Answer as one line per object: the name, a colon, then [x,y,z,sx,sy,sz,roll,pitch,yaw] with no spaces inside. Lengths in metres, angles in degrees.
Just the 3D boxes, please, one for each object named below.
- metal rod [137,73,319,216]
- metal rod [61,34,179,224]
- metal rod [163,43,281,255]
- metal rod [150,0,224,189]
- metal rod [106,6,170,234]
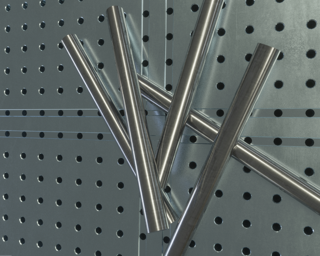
metal rod: [0.076,0.012,0.385,0.300,0.025,0.025,34,101,16]
metal rod: [-0.060,-0.004,0.432,0.025,0.025,0.299,-33,80,17]
metal rod: [0.063,0.048,0.367,0.025,0.025,0.298,26,107,17]
metal rod: [0.040,-0.073,0.378,0.025,0.025,0.298,17,88,19]
metal rod: [-0.033,-0.027,0.382,0.025,0.025,0.299,-20,68,18]
